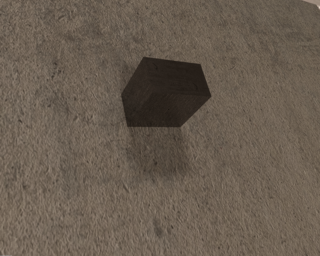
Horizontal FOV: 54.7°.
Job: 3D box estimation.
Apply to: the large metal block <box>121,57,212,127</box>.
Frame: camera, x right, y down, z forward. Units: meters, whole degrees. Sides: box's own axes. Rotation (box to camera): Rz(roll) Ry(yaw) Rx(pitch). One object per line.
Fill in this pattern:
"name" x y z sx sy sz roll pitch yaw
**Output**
"large metal block" 0.005 -0.042 0.398 0.081 0.080 0.050 0 62 -28
